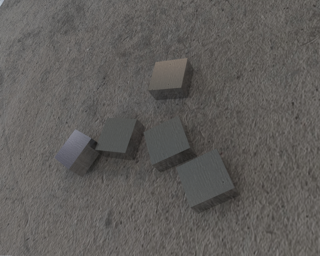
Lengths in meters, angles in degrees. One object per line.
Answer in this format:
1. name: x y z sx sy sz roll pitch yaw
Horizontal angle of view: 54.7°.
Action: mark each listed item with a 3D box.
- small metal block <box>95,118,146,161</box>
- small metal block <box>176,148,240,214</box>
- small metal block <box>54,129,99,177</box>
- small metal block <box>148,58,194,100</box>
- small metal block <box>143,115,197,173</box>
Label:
1. small metal block: -0.054 0.014 0.423 0.050 0.025 0.050 3 63 29
2. small metal block: 0.052 0.058 0.341 0.050 0.025 0.050 -27 52 11
3. small metal block: -0.115 0.035 0.437 0.050 0.025 0.050 21 72 47
4. small metal block: 0.016 -0.068 0.438 0.050 0.025 0.050 -1 61 27
5. small metal block: 0.012 0.020 0.385 0.050 0.025 0.050 -26 53 12
